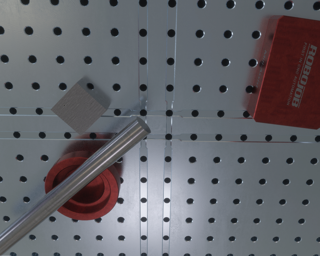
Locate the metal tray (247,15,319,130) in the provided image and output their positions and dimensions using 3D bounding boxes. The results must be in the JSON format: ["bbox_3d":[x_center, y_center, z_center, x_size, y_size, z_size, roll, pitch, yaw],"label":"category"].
[{"bbox_3d":[0.171,-0.067,0.388,0.091,0.030,0.129,7,110,-3],"label":"metal tray"}]

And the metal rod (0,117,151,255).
[{"bbox_3d":[-0.132,0.089,0.400,0.300,0.025,0.025,-39,106,13],"label":"metal rod"}]

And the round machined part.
[{"bbox_3d":[-0.104,0.076,0.431,0.099,0.042,0.097,0,110,0],"label":"round machined part"}]

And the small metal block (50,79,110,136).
[{"bbox_3d":[-0.103,-0.027,0.402,0.050,0.025,0.050,-42,105,14],"label":"small metal block"}]
